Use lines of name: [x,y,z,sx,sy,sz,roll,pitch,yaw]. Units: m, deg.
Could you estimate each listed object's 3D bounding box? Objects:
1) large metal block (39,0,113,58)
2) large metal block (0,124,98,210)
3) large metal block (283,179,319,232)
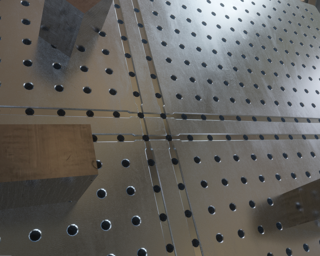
large metal block: [-0.108,-0.154,0.409,0.050,0.080,0.080,35,51,-6]
large metal block: [-0.112,0.037,0.291,0.081,0.080,0.050,0,62,-29]
large metal block: [0.238,0.111,0.436,0.081,0.080,0.050,14,56,-21]
